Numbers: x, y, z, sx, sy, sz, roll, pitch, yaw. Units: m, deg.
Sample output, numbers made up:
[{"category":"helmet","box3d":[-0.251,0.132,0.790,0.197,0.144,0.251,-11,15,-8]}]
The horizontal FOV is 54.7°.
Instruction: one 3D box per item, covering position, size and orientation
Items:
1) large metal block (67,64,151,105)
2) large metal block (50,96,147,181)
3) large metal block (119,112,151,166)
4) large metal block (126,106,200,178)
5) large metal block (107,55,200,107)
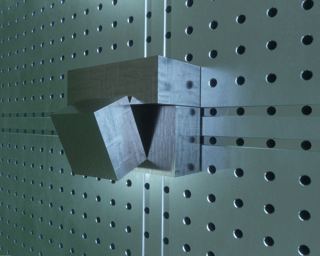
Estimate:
[{"category":"large metal block","box3d":[-0.069,-0.053,0.427,0.080,0.081,0.050,1,91,39]},{"category":"large metal block","box3d":[-0.072,0.011,0.363,0.080,0.050,0.080,0,114,39]},{"category":"large metal block","box3d":[-0.060,0.012,0.438,0.080,0.050,0.079,1,91,39]},{"category":"large metal block","box3d":[0.002,0.014,0.386,0.080,0.050,0.079,1,91,39]},{"category":"large metal block","box3d":[-0.007,-0.051,0.376,0.080,0.081,0.050,1,91,39]}]
